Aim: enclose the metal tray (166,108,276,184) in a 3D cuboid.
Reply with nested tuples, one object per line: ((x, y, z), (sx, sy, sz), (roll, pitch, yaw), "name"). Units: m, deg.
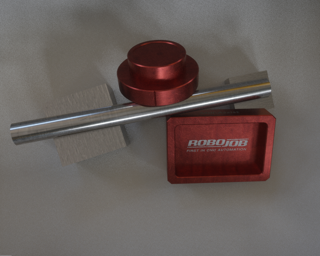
((0.074, 0.023, 0.394), (0.131, 0.030, 0.089), (-2, 110, -1), "metal tray")

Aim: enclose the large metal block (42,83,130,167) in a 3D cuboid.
((-0.091, -0.004, 0.395), (0.080, 0.050, 0.080), (-18, 90, -1), "large metal block")

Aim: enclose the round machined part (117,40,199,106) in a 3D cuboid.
((-0.003, -0.072, 0.371), (0.099, 0.098, 0.042), (-4, 131, -1), "round machined part")

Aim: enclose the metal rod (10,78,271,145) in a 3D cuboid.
((-0.015, -0.022, 0.365), (0.302, 0.025, 0.025), (-11, 90, -8), "metal rod")

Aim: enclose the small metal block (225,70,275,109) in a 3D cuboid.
((0.118, -0.045, 0.411), (0.050, 0.025, 0.050), (-11, 90, -1), "small metal block")
